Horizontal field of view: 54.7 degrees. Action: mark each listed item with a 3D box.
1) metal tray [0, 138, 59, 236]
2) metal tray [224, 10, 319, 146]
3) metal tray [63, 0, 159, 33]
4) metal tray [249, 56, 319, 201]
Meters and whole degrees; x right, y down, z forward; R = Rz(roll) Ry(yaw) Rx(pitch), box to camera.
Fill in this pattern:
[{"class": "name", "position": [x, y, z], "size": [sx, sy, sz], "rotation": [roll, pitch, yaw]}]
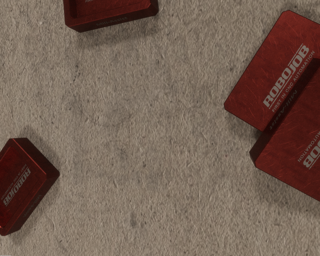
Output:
[{"class": "metal tray", "position": [-0.228, 0.090, 0.484], "size": [0.090, 0.030, 0.130], "rotation": [42, 103, 15]}, {"class": "metal tray", "position": [0.146, -0.055, 0.355], "size": [0.090, 0.030, 0.129], "rotation": [34, 101, 16]}, {"class": "metal tray", "position": [-0.072, -0.192, 0.430], "size": [0.130, 0.030, 0.089], "rotation": [-6, 88, 19]}, {"class": "metal tray", "position": [0.168, 0.003, 0.325], "size": [0.090, 0.030, 0.129], "rotation": [28, 106, -3]}]
